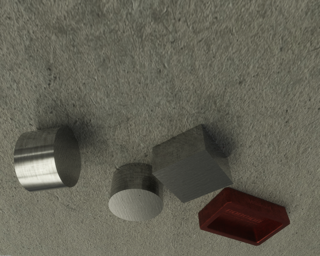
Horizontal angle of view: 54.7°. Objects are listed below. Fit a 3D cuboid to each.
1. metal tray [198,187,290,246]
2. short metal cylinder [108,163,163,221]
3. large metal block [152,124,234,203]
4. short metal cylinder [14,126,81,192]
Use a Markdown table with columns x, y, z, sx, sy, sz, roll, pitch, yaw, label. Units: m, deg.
| x | y | z | sx | sy | sz | roll | pitch | yaw | label |
| --- | --- | --- | --- | --- | --- | --- | --- | --- | --- |
| 0.144 | 0.157 | 0.539 | 0.131 | 0.030 | 0.089 | 22 | 127 | -18 | metal tray |
| -0.035 | 0.099 | 0.475 | 0.081 | 0.050 | 0.079 | 0 | 130 | 0 | short metal cylinder |
| 0.045 | 0.052 | 0.436 | 0.080 | 0.050 | 0.080 | -27 | 125 | 21 | large metal block |
| -0.143 | 0.040 | 0.404 | 0.050 | 0.080 | 0.080 | -8 | 130 | 7 | short metal cylinder |
